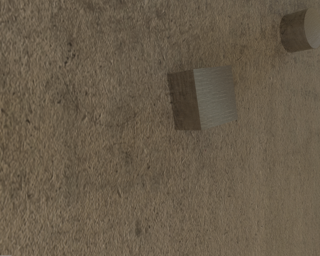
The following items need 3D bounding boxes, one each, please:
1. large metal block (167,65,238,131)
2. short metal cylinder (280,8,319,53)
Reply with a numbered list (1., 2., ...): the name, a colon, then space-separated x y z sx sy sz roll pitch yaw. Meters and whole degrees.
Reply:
1. large metal block: 0.062 -0.044 0.443 0.081 0.050 0.079 -15 100 -39
2. short metal cylinder: 0.290 -0.199 0.635 0.081 0.050 0.079 0 90 -40
